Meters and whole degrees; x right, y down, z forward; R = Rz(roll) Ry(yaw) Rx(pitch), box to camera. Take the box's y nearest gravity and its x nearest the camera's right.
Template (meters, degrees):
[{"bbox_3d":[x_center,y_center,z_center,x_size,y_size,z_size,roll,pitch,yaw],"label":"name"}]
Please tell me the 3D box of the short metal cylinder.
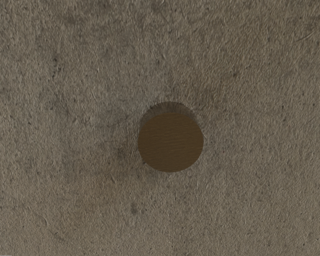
[{"bbox_3d":[0.013,0.010,0.402,0.081,0.050,0.079,0,110,-1],"label":"short metal cylinder"}]
